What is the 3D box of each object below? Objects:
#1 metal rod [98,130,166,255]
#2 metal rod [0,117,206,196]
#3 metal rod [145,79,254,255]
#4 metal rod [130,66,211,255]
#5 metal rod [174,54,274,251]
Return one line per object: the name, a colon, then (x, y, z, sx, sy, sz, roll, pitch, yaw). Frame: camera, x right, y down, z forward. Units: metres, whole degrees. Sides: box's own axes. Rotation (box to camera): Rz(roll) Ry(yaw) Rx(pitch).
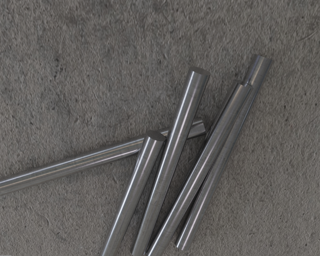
metal rod: (-0.056, 0.135, 0.444, 0.025, 0.025, 0.298, 19, 114, -7)
metal rod: (-0.086, 0.041, 0.423, 0.301, 0.025, 0.025, -17, 109, 6)
metal rod: (0.044, 0.074, 0.426, 0.025, 0.025, 0.298, 21, 113, -8)
metal rod: (0.005, 0.063, 0.412, 0.025, 0.025, 0.298, 15, 117, -6)
metal rod: (0.081, 0.046, 0.427, 0.025, 0.025, 0.298, 17, 109, -6)
